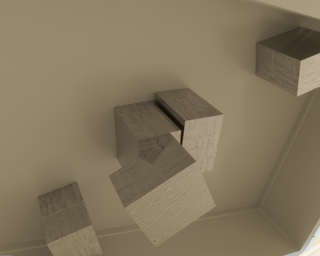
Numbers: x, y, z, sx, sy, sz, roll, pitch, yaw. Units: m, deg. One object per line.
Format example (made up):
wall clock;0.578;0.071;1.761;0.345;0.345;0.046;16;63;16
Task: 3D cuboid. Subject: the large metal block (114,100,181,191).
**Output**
large metal block;-0.018;0.022;0.379;0.050;0.080;0.079;-13;124;-22

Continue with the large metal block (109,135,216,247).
large metal block;0.004;0.069;0.335;0.080;0.050;0.080;-32;129;-8

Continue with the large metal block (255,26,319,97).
large metal block;0.189;-0.094;0.421;0.081;0.080;0.050;-23;127;-15

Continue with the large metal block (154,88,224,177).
large metal block;0.030;0.004;0.394;0.050;0.080;0.079;-10;123;-24

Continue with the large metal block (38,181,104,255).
large metal block;-0.111;0.130;0.394;0.050;0.080;0.079;-20;126;-17
